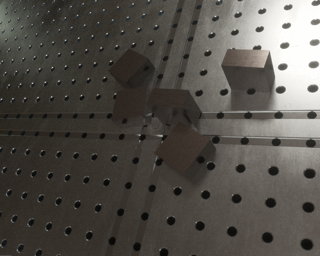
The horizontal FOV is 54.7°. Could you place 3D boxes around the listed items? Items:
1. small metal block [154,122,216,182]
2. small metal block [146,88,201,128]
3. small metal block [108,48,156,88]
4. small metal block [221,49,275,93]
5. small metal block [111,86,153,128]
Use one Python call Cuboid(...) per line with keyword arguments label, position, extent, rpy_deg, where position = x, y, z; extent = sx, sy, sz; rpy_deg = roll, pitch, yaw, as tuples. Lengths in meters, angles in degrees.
Cuboid(label="small metal block", position=(0.030, 0.028, 0.375), extent=(0.050, 0.025, 0.050), rpy_deg=(32, 79, 37))
Cuboid(label="small metal block", position=(0.019, -0.026, 0.397), extent=(0.050, 0.050, 0.025), rpy_deg=(7, 66, 31))
Cuboid(label="small metal block", position=(-0.045, -0.091, 0.486), extent=(0.050, 0.025, 0.050), rpy_deg=(-49, 52, -7))
Cuboid(label="small metal block", position=(0.108, -0.069, 0.377), extent=(0.050, 0.050, 0.025), rpy_deg=(11, 67, 32))
Cuboid(label="small metal block", position=(-0.038, -0.030, 0.445), extent=(0.050, 0.025, 0.050), rpy_deg=(-7, 59, 24))
